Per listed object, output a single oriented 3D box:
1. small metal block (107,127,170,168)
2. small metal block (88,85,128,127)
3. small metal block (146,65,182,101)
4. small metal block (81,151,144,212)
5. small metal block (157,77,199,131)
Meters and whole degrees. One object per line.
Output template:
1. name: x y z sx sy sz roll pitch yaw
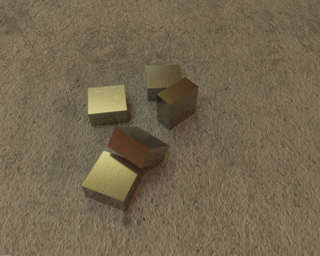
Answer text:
1. small metal block: -0.025 0.021 0.367 0.050 0.025 0.050 30 13 23
2. small metal block: -0.072 -0.032 0.429 0.050 0.025 0.050 -6 50 -6
3. small metal block: 0.006 -0.068 0.460 0.050 0.025 0.050 -2 50 -2
4. small metal block: -0.052 0.060 0.353 0.050 0.025 0.050 17 52 14
5. small metal block: 0.023 -0.032 0.414 0.050 0.050 0.025 -34 58 -25
